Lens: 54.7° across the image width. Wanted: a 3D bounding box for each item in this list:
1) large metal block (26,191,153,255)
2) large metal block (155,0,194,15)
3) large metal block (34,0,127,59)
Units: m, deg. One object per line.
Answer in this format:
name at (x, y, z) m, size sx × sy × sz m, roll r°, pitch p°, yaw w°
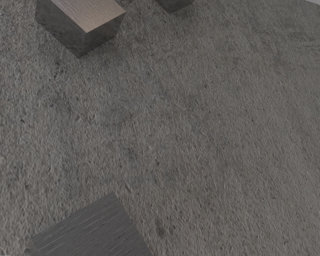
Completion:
large metal block at (-0.062, 0.118, 0.282) m, size 0.081 × 0.050 × 0.080 m, roll -25°, pitch 76°, yaw -37°
large metal block at (0.040, -0.259, 0.548) m, size 0.050 × 0.080 × 0.080 m, roll 46°, pitch 51°, yaw 3°
large metal block at (-0.108, -0.154, 0.423) m, size 0.080 × 0.050 × 0.080 m, roll 42°, pitch 51°, yaw 1°
